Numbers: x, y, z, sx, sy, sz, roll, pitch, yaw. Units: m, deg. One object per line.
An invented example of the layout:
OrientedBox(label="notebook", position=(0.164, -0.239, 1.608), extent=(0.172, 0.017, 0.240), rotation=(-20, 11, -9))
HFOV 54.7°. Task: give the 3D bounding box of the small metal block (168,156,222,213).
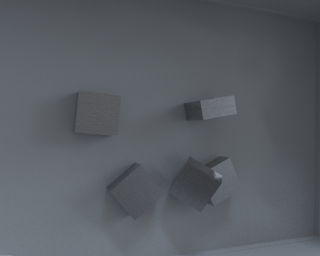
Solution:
OrientedBox(label="small metal block", position=(0.047, 0.074, 0.409), extent=(0.050, 0.025, 0.050), rotation=(31, 108, 3))

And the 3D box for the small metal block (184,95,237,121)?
OrientedBox(label="small metal block", position=(0.067, -0.027, 0.422), extent=(0.050, 0.050, 0.025), rotation=(-11, 94, -20))

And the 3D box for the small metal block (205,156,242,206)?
OrientedBox(label="small metal block", position=(0.082, 0.074, 0.441), extent=(0.050, 0.025, 0.050), rotation=(-26, 99, -18))

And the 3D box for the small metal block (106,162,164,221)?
OrientedBox(label="small metal block", position=(-0.032, 0.081, 0.399), extent=(0.050, 0.025, 0.050), rotation=(-40, 103, -16))

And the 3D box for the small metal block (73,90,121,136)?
OrientedBox(label="small metal block", position=(-0.078, -0.017, 0.382), extent=(0.050, 0.025, 0.050), rotation=(6, 88, -20))
